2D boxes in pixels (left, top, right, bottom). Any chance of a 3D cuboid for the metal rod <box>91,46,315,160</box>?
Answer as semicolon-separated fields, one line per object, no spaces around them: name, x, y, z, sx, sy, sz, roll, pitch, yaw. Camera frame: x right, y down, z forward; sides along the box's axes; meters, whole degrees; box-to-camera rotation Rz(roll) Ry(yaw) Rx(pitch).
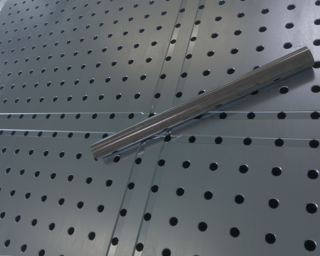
metal rod;0.044;-0.026;0.402;0.300;0.025;0.025;-24;53;13
